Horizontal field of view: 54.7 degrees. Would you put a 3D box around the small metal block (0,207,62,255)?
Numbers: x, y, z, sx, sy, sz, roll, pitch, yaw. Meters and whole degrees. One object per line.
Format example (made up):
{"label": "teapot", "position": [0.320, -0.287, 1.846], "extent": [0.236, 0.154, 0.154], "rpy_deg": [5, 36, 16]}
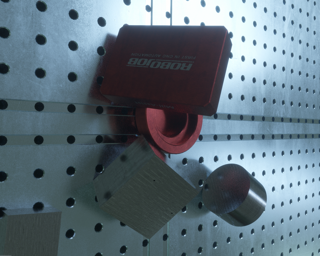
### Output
{"label": "small metal block", "position": [-0.128, 0.106, 0.302], "extent": [0.050, 0.025, 0.050], "rpy_deg": [8, 85, -40]}

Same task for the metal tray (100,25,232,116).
{"label": "metal tray", "position": [0.005, -0.067, 0.345], "extent": [0.030, 0.130, 0.090], "rpy_deg": [39, 63, -62]}

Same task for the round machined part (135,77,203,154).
{"label": "round machined part", "position": [0.007, -0.016, 0.403], "extent": [0.099, 0.042, 0.097], "rpy_deg": [1, 88, -41]}

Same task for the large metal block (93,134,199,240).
{"label": "large metal block", "position": [-0.017, 0.068, 0.357], "extent": [0.080, 0.050, 0.080], "rpy_deg": [-44, 121, 3]}

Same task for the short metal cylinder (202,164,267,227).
{"label": "short metal cylinder", "position": [0.112, 0.101, 0.467], "extent": [0.050, 0.080, 0.080], "rpy_deg": [40, 66, -33]}
